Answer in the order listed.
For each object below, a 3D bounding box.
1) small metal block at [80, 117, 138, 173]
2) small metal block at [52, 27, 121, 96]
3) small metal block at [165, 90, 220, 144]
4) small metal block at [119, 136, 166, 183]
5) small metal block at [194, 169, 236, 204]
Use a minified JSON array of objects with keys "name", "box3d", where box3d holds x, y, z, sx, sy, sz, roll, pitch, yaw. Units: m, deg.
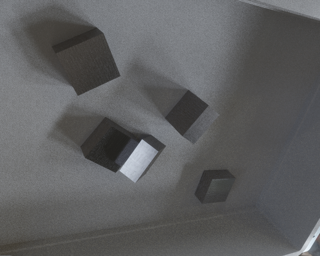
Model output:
[{"name":"small metal block","box3d":[-0.062,0.022,0.390,0.050,0.025,0.050,-49,129,6]},{"name":"small metal block","box3d":[-0.076,-0.070,0.325,0.050,0.025,0.050,-28,128,-11]},{"name":"small metal block","box3d":[0.041,-0.015,0.407,0.050,0.050,0.025,-50,129,7]},{"name":"small metal block","box3d":[-0.021,0.039,0.405,0.050,0.025,0.050,-54,173,10]},{"name":"small metal block","box3d":[0.093,0.098,0.523,0.050,0.025,0.050,3,117,-30]}]
